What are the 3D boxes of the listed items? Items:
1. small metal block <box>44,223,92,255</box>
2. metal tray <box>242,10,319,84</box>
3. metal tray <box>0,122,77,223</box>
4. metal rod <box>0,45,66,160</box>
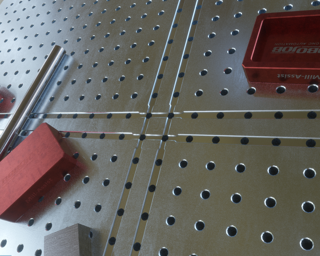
[{"bbox_3d":[-0.111,0.150,0.373,0.050,0.025,0.050,-24,53,13],"label":"small metal block"},{"bbox_3d":[0.175,-0.098,0.372,0.130,0.030,0.090,8,65,31],"label":"metal tray"},{"bbox_3d":[-0.197,0.064,0.467,0.130,0.030,0.090,-44,51,-3],"label":"metal tray"},{"bbox_3d":[-0.245,-0.022,0.547,0.025,0.025,0.300,8,65,31],"label":"metal rod"}]
